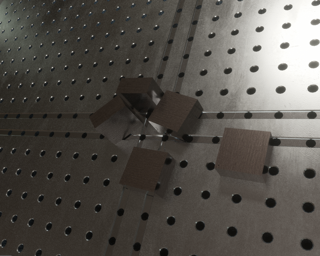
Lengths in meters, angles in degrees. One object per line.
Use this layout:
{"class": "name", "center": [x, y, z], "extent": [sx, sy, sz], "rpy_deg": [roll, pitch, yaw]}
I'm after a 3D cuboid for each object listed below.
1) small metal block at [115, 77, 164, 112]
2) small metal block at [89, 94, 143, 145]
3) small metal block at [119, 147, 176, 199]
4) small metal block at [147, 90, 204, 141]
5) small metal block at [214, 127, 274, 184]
{"class": "small metal block", "center": [-0.025, -0.045, 0.431], "extent": [0.050, 0.050, 0.025], "rpy_deg": [4, 64, 29]}
{"class": "small metal block", "center": [-0.060, -0.010, 0.428], "extent": [0.050, 0.050, 0.025], "rpy_deg": [-37, 51, 3]}
{"class": "small metal block", "center": [-0.015, 0.054, 0.382], "extent": [0.050, 0.025, 0.050], "rpy_deg": [7, 65, 31]}
{"class": "small metal block", "center": [0.020, -0.017, 0.407], "extent": [0.050, 0.025, 0.050], "rpy_deg": [22, 73, 35]}
{"class": "small metal block", "center": [0.093, 0.029, 0.341], "extent": [0.050, 0.025, 0.050], "rpy_deg": [6, 65, 30]}
